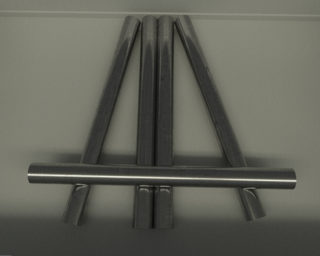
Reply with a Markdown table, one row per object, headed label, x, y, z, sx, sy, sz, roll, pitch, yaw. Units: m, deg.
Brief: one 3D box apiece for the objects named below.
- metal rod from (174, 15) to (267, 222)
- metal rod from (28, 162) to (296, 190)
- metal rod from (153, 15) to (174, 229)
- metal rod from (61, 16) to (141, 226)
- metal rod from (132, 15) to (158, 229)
| label | x | y | z | sx | sy | sz | roll | pitch | yaw |
| --- | --- | --- | --- | --- | --- | --- | --- | --- | --- |
| metal rod | 0.074 | -0.027 | 0.419 | 0.025 | 0.025 | 0.299 | -15 | 71 | -5 |
| metal rod | 0.002 | 0.056 | 0.360 | 0.302 | 0.025 | 0.025 | 1 | 70 | 0 |
| metal rod | 0.007 | -0.022 | 0.416 | 0.025 | 0.025 | 0.299 | 1 | 70 | 0 |
| metal rod | -0.073 | -0.024 | 0.416 | 0.025 | 0.025 | 0.299 | 12 | 70 | 4 |
| metal rod | -0.018 | -0.022 | 0.416 | 0.025 | 0.025 | 0.299 | 1 | 70 | 0 |
